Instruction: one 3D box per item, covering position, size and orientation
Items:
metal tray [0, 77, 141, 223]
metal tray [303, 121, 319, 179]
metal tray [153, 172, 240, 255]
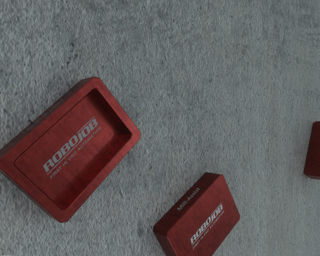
[{"bbox_3d":[-0.090,0.019,0.325,0.130,0.030,0.090,-50,120,-28],"label":"metal tray"},{"bbox_3d":[0.376,0.050,0.676,0.030,0.090,0.130,29,72,-36],"label":"metal tray"},{"bbox_3d":[0.058,0.138,0.450,0.131,0.030,0.090,-38,114,-33],"label":"metal tray"}]
